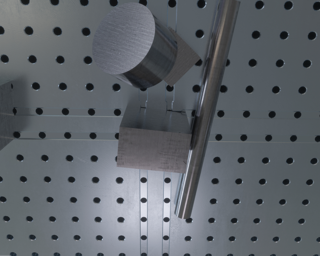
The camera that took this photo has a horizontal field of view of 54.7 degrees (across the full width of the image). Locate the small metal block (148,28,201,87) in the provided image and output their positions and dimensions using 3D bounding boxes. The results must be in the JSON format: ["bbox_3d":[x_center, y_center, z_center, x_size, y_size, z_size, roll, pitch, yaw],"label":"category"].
[{"bbox_3d":[0.013,-0.087,0.381,0.050,0.025,0.050,42,105,-14],"label":"small metal block"}]

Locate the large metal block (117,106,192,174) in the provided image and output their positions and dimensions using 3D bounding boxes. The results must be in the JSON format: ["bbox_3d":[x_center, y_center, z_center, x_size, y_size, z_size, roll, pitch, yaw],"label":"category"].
[{"bbox_3d":[-0.007,0.012,0.388,0.081,0.080,0.050,6,110,-3],"label":"large metal block"}]

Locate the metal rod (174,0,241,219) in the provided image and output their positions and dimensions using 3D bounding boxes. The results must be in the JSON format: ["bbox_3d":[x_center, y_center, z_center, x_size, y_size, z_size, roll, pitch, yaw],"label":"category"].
[{"bbox_3d":[0.057,-0.010,0.410,0.025,0.025,0.298,8,110,-3],"label":"metal rod"}]

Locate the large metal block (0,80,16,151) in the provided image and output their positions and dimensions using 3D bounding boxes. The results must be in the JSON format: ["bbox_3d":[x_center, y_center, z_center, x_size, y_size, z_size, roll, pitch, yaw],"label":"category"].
[{"bbox_3d":[-0.236,-0.019,0.391,0.081,0.050,0.079,4,110,-2],"label":"large metal block"}]

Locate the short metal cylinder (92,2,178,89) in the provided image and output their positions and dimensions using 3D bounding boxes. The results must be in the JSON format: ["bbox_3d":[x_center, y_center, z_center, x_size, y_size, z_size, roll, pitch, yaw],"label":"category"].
[{"bbox_3d":[-0.028,-0.090,0.345,0.080,0.050,0.080,-7,76,28],"label":"short metal cylinder"}]
